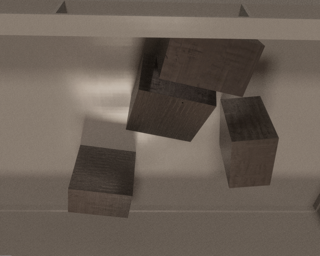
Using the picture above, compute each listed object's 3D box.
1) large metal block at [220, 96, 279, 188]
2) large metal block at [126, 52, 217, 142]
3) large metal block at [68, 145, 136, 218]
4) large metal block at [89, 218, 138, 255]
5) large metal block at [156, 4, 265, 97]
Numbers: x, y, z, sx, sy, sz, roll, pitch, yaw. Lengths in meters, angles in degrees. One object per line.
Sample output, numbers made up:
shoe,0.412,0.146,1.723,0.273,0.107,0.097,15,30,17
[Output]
large metal block,0.107,0.017,0.389,0.050,0.080,0.080,-5,130,4
large metal block,0.010,-0.031,0.352,0.081,0.050,0.080,11,148,-10
large metal block,-0.079,0.074,0.435,0.081,0.080,0.050,8,130,-7
large metal block,-0.087,0.214,0.577,0.081,0.050,0.079,6,130,-6
large metal block,0.043,-0.078,0.303,0.081,0.080,0.050,11,120,-10
